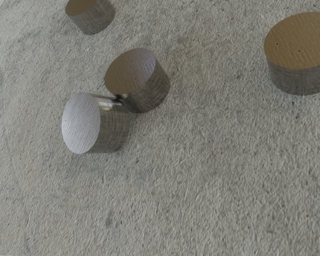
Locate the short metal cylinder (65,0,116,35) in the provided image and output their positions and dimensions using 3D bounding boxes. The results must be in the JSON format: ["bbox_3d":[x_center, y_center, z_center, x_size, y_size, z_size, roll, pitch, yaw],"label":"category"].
[{"bbox_3d":[-0.134,-0.227,0.598,0.080,0.050,0.080,-13,56,21],"label":"short metal cylinder"}]

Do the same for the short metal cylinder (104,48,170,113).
[{"bbox_3d":[-0.032,-0.068,0.446,0.080,0.050,0.080,-13,56,21],"label":"short metal cylinder"}]

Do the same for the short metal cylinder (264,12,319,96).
[{"bbox_3d":[0.164,-0.084,0.353,0.080,0.050,0.080,-13,56,21],"label":"short metal cylinder"}]

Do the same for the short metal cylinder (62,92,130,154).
[{"bbox_3d":[-0.087,-0.005,0.417,0.080,0.050,0.080,-3,85,38],"label":"short metal cylinder"}]
